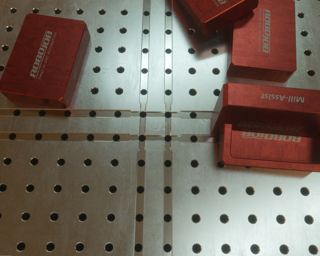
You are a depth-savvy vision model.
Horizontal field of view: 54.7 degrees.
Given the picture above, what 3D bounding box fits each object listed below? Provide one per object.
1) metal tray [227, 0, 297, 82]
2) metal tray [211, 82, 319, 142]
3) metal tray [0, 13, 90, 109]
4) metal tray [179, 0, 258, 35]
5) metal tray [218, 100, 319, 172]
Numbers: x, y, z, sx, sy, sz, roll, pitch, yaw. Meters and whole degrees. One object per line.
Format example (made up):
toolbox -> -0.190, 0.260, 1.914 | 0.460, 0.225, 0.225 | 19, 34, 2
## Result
metal tray -> 0.151, -0.136, 0.461 | 0.091, 0.030, 0.130 | 7, 70, 2
metal tray -> 0.136, -0.016, 0.383 | 0.131, 0.090, 0.030 | 5, 67, 1
metal tray -> -0.161, -0.098, 0.443 | 0.091, 0.030, 0.130 | 9, 70, 3
metal tray -> 0.075, -0.211, 0.466 | 0.090, 0.030, 0.130 | -29, 63, 3
metal tray -> 0.144, 0.007, 0.396 | 0.131, 0.030, 0.089 | 5, 84, 0
